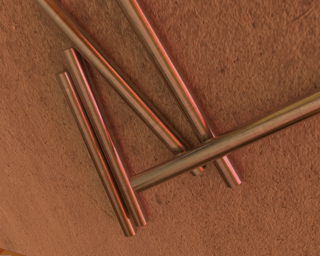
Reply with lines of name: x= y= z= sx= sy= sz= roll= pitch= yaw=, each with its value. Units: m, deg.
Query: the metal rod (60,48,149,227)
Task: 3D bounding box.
metal rod: x=-0.074 y=0.026 z=0.462 sx=0.025 sy=0.025 sz=0.298 roll=-4 pitch=117 yaw=30

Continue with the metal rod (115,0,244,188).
metal rod: x=0.019 y=-0.054 z=0.363 sx=0.025 sy=0.025 sz=0.299 roll=-22 pitch=107 yaw=36

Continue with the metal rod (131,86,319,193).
metal rod: x=0.085 y=0.012 z=0.342 sx=0.299 sy=0.025 sz=0.025 roll=-29 pitch=103 yaw=29

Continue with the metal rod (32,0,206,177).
metal rod: x=-0.048 y=-0.054 z=0.398 sx=0.300 sy=0.025 sz=0.025 roll=48 pitch=129 yaw=-6

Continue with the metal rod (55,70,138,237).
metal rod: x=-0.093 y=0.053 z=0.488 sx=0.025 sy=0.025 sz=0.298 roll=-3 pitch=117 yaw=30
